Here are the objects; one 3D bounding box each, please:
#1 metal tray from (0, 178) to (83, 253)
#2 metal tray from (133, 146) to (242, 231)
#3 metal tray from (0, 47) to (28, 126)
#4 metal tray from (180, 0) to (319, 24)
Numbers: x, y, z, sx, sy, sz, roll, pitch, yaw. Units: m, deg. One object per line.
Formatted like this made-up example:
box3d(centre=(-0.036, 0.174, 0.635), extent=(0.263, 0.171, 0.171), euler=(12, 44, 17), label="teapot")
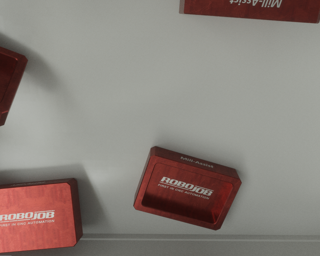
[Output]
box3d(centre=(-0.182, 0.123, 0.438), extent=(0.131, 0.030, 0.089), euler=(-6, 92, 2), label="metal tray")
box3d(centre=(0.037, 0.087, 0.440), extent=(0.131, 0.030, 0.089), euler=(17, 109, -6), label="metal tray")
box3d(centre=(-0.223, -0.062, 0.332), extent=(0.131, 0.090, 0.030), euler=(19, 140, -24), label="metal tray")
box3d(centre=(0.089, -0.132, 0.328), extent=(0.131, 0.090, 0.030), euler=(4, 110, -2), label="metal tray")
